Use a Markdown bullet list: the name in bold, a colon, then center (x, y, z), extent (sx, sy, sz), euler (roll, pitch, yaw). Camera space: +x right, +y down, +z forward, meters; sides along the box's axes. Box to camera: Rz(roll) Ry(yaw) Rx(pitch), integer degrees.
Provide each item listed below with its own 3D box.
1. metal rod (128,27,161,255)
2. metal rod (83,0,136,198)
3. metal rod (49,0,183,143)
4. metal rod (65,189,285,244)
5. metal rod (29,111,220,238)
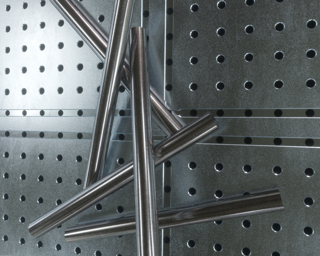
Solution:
- **metal rod**: center (-0.021, 0.010, 0.372), extent (0.025, 0.025, 0.299), euler (-11, 69, 19)
- **metal rod**: center (-0.070, -0.039, 0.414), extent (0.025, 0.025, 0.298), euler (17, 104, 19)
- **metal rod**: center (-0.060, -0.087, 0.432), extent (0.025, 0.025, 0.300), euler (-44, 77, 14)
- **metal rod**: center (0.005, 0.121, 0.410), extent (0.301, 0.025, 0.025), euler (-15, 85, 19)
- **metal rod**: center (-0.058, 0.068, 0.404), extent (0.300, 0.025, 0.025), euler (-33, 80, 16)
